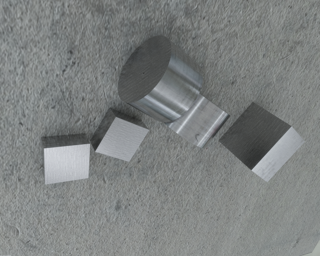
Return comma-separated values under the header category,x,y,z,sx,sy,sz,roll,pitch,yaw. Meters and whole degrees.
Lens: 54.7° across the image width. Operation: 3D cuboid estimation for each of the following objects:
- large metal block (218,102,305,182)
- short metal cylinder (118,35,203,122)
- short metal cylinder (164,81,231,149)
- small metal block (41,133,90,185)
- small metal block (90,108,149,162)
category,x,y,z,sx,sy,sz,roll,pitch,yaw
large metal block,0.150,0.020,0.466,0.050,0.080,0.080,35,99,-39
short metal cylinder,-0.001,-0.052,0.339,0.050,0.080,0.080,30,102,-38
short metal cylinder,0.039,-0.019,0.381,0.080,0.080,0.050,28,103,-38
small metal block,-0.112,0.036,0.368,0.050,0.025,0.050,-5,121,-26
small metal block,-0.050,0.009,0.385,0.050,0.025,0.050,23,106,-37
